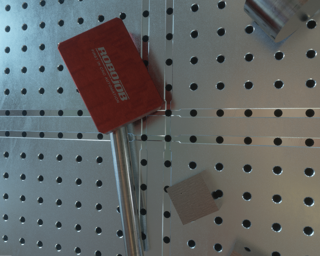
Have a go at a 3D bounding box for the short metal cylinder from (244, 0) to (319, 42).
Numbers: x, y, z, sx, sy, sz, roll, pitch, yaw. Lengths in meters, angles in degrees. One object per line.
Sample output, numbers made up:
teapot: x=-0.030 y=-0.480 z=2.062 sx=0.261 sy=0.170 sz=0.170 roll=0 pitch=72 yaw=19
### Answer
short metal cylinder: x=0.139 y=-0.140 z=0.334 sx=0.080 sy=0.080 sz=0.050 roll=-42 pitch=77 yaw=15

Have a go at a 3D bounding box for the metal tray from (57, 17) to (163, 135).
metal tray: x=-0.064 y=-0.067 z=0.408 sx=0.090 sy=0.030 sz=0.130 roll=-26 pitch=87 yaw=-4

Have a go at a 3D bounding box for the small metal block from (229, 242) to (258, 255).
small metal block: x=0.102 y=0.178 z=0.376 sx=0.050 sy=0.025 sz=0.050 roll=27 pitch=99 yaw=17

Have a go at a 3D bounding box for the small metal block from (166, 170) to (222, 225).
small metal block: x=0.044 y=0.089 z=0.397 sx=0.050 sy=0.025 sz=0.050 roll=-29 pitch=81 yaw=17

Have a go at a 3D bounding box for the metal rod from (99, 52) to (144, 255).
metal rod: x=-0.055 y=0.028 z=0.430 sx=0.025 sy=0.025 sz=0.298 roll=-9 pitch=87 yaw=19
